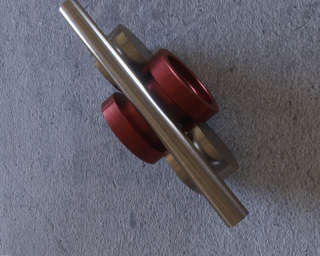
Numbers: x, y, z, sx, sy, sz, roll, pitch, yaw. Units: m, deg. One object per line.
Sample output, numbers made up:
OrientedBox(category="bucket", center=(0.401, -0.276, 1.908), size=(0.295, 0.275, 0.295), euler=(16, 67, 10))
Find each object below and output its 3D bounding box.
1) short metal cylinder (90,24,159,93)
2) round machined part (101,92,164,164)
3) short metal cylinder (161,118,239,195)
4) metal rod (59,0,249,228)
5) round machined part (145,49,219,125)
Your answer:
OrientedBox(category="short metal cylinder", center=(-0.041, -0.084, 0.394), size=(0.050, 0.080, 0.080), euler=(-41, 78, 15))
OrientedBox(category="round machined part", center=(-0.021, -0.007, 0.377), size=(0.042, 0.098, 0.098), euler=(-40, 78, 11))
OrientedBox(category="short metal cylinder", center=(0.047, 0.030, 0.364), size=(0.050, 0.080, 0.080), euler=(-41, 78, 15))
OrientedBox(category="metal rod", center=(-0.015, -0.026, 0.330), size=(0.025, 0.025, 0.300), euler=(-42, 77, 15))
OrientedBox(category="round machined part", center=(0.021, -0.043, 0.364), size=(0.042, 0.098, 0.098), euler=(-42, 77, 20))
